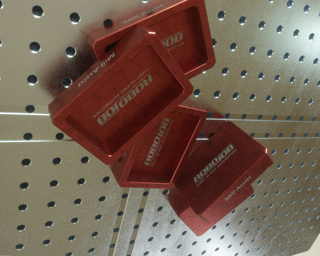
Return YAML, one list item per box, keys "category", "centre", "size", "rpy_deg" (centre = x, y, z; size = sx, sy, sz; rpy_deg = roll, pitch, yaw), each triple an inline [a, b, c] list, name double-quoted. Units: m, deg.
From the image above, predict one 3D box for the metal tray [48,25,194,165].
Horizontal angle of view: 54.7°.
- category: "metal tray"
  centre: [-0.038, -0.031, 0.329]
  size: [0.130, 0.030, 0.090]
  rpy_deg: [-42, 130, 0]

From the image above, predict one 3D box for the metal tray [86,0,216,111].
- category: "metal tray"
  centre: [-0.005, -0.087, 0.352]
  size: [0.131, 0.030, 0.090]
  rpy_deg: [-28, 129, -11]

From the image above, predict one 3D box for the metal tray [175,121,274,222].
- category: "metal tray"
  centre: [0.087, 0.061, 0.456]
  size: [0.130, 0.090, 0.030]
  rpy_deg: [-44, 130, 2]

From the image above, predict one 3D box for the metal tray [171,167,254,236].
- category: "metal tray"
  centre: [0.093, 0.121, 0.536]
  size: [0.130, 0.030, 0.090]
  rpy_deg: [-39, 130, -3]

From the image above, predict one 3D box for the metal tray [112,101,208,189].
- category: "metal tray"
  centre: [-0.001, 0.021, 0.422]
  size: [0.091, 0.030, 0.129]
  rpy_deg: [10, 114, -33]
